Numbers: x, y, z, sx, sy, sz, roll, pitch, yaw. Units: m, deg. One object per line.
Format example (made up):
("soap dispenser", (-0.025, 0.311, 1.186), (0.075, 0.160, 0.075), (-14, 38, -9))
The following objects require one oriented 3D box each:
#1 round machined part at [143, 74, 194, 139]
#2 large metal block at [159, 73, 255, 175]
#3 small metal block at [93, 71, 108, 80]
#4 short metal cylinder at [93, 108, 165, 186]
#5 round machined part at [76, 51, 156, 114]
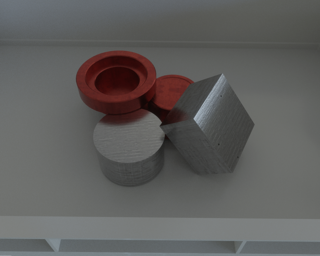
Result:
("round machined part", (0.018, -0.035, 0.419), (0.099, 0.042, 0.098), (0, 50, 0))
("large metal block", (0.058, -0.003, 0.362), (0.050, 0.080, 0.080), (-13, 33, 46))
("small metal block", (-0.082, -0.067, 0.441), (0.025, 0.050, 0.050), (37, 59, 26))
("short metal cylinder", (-0.035, 0.022, 0.368), (0.081, 0.050, 0.080), (0, 50, 0))
("round machined part", (-0.054, -0.053, 0.398), (0.099, 0.042, 0.098), (0, 50, 0))
